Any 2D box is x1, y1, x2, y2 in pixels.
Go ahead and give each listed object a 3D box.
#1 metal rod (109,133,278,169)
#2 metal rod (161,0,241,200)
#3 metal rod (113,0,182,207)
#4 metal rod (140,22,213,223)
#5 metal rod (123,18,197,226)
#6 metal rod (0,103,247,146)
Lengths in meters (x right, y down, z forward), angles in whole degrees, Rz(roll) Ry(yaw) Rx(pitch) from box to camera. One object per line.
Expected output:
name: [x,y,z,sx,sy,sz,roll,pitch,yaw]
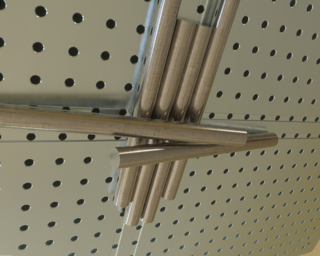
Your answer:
metal rod: [0.070,0.027,0.438,0.302,0.025,0.025,-3,120,-37]
metal rod: [0.048,-0.028,0.418,0.025,0.025,0.298,1,118,-29]
metal rod: [-0.020,-0.026,0.383,0.025,0.025,0.298,1,118,-29]
metal rod: [0.014,0.010,0.425,0.025,0.025,0.298,1,118,-29]
metal rod: [-0.008,0.009,0.411,0.025,0.025,0.298,1,118,-29]
metal rod: [-0.031,-0.001,0.363,0.302,0.025,0.025,5,116,-21]
